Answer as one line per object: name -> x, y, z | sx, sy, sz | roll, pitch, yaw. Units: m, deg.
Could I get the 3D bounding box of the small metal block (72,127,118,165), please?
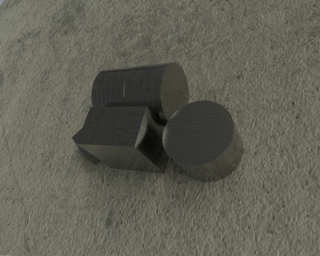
small metal block -> -0.091, 0.016, 0.444 | 0.050, 0.025, 0.050 | -44, 51, -3

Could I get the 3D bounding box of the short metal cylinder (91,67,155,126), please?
short metal cylinder -> -0.047, -0.042, 0.421 | 0.050, 0.080, 0.080 | 1, 62, 29

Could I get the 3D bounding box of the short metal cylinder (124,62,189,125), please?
short metal cylinder -> -0.002, -0.042, 0.398 | 0.050, 0.080, 0.080 | 1, 62, 29

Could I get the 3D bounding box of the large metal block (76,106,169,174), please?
large metal block -> -0.039, 0.016, 0.382 | 0.080, 0.080, 0.050 | 1, 62, 28

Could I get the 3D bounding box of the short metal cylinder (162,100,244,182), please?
short metal cylinder -> 0.050, 0.016, 0.353 | 0.080, 0.050, 0.080 | -13, 56, 21
